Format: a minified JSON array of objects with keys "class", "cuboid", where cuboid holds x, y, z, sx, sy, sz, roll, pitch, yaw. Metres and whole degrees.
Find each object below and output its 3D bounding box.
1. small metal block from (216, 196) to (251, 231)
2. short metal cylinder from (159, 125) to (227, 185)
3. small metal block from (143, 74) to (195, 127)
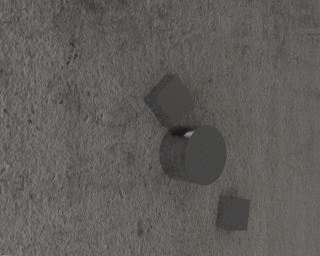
[{"class":"small metal block","cuboid":[0.120,0.139,0.505,0.050,0.025,0.050,15,81,-39]},{"class":"short metal cylinder","cuboid":[0.046,0.036,0.427,0.081,0.050,0.080,0,90,-40]},{"class":"small metal block","cuboid":[0.013,-0.036,0.416,0.050,0.025,0.050,-50,120,-28]}]
